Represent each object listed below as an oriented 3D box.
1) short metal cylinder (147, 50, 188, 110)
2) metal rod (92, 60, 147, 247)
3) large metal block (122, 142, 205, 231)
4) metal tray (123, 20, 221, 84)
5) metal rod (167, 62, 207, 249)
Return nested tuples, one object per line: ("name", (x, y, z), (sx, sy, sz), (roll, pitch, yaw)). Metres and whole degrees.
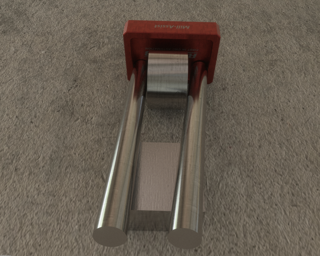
("short metal cylinder", (0.010, -0.065, 0.425), (0.050, 0.080, 0.080), (2, 50, 1))
("metal rod", (-0.032, -0.006, 0.350), (0.025, 0.025, 0.300), (2, 35, 1))
("large metal block", (0.003, 0.062, 0.333), (0.081, 0.050, 0.080), (1, 50, 1))
("metal tray", (0.016, -0.109, 0.454), (0.131, 0.089, 0.030), (2, 50, 1))
("metal rod", (0.039, -0.004, 0.348), (0.025, 0.025, 0.301), (7, 35, 5))
